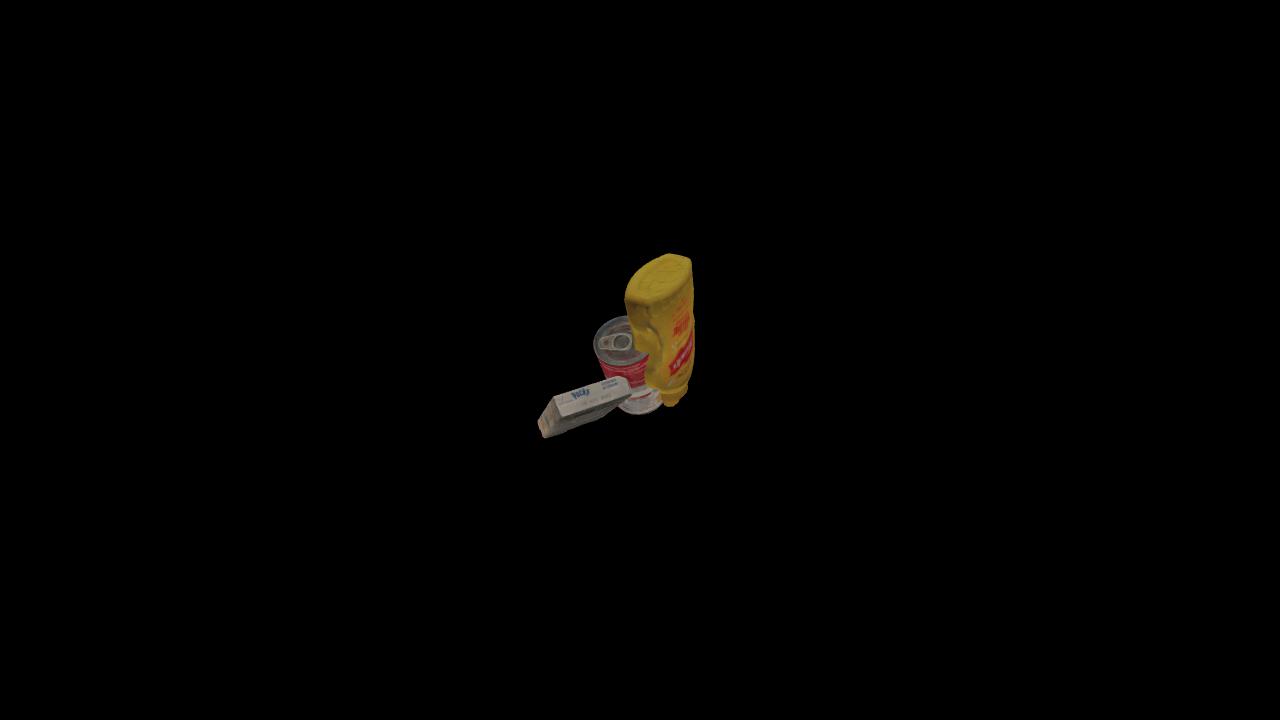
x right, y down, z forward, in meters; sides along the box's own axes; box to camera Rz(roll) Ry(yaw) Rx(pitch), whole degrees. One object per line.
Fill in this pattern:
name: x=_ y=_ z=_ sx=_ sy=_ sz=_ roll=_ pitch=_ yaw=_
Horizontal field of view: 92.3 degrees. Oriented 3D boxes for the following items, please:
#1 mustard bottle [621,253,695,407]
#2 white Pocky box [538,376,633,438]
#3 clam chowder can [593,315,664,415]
mustard bottle: x=0.027 y=-0.017 z=0.670 sx=0.054 sy=0.184 sz=0.092 roll=15 pitch=46 yaw=23
white Pocky box: x=-0.067 y=0.055 z=0.704 sx=0.084 sy=0.028 sz=0.154 roll=-19 pitch=-9 yaw=-19
clam chowder can: x=-0.008 y=0.008 z=0.686 sx=0.068 sy=0.068 sz=0.102 roll=0 pitch=-37 yaw=13
